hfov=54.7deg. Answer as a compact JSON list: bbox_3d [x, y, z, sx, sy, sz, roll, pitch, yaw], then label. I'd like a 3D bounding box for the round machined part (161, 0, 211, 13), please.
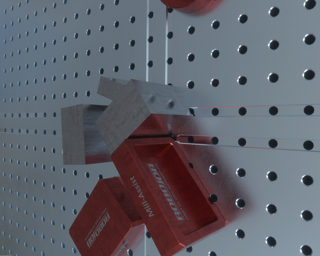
[{"bbox_3d":[0.029,-0.195,0.375,0.098,0.042,0.097,0,90,40],"label":"round machined part"}]

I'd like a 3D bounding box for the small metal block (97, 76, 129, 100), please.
[{"bbox_3d":[-0.051,-0.052,0.435,0.050,0.050,0.025,25,106,37],"label":"small metal block"}]

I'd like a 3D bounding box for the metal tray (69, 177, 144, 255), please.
[{"bbox_3d":[-0.085,0.151,0.477,0.090,0.030,0.129,48,118,29],"label":"metal tray"}]

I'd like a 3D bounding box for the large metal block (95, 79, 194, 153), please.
[{"bbox_3d":[-0.020,-0.012,0.390,0.080,0.081,0.050,-44,64,31],"label":"large metal block"}]

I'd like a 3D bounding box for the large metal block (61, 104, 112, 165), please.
[{"bbox_3d":[-0.093,0.010,0.450,0.050,0.081,0.080,-6,86,40],"label":"large metal block"}]

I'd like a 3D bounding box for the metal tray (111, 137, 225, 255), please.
[{"bbox_3d":[0.010,0.071,0.358,0.030,0.091,0.130,-46,63,30],"label":"metal tray"}]
